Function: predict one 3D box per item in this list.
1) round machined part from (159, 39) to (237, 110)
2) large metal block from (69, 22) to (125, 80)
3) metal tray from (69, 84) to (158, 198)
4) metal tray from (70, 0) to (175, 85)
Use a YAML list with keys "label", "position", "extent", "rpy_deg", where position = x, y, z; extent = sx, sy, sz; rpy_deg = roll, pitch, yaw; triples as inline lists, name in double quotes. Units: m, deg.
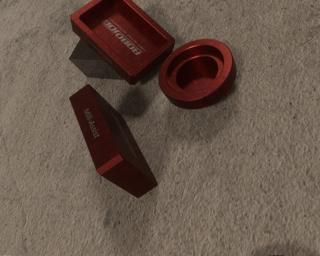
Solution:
- label: "round machined part"
  position: [0.051, -0.065, 0.405]
  extent: [0.098, 0.042, 0.098]
  rpy_deg: [-13, 56, 20]
- label: "large metal block"
  position: [-0.089, -0.129, 0.511]
  extent: [0.080, 0.050, 0.080]
  rpy_deg: [9, 66, 32]
- label: "metal tray"
  position: [-0.058, 0.015, 0.381]
  extent: [0.030, 0.090, 0.130]
  rpy_deg: [-36, 51, 5]
- label: "metal tray"
  position: [-0.054, -0.137, 0.457]
  extent: [0.130, 0.030, 0.090]
  rpy_deg: [44, 71, 6]
